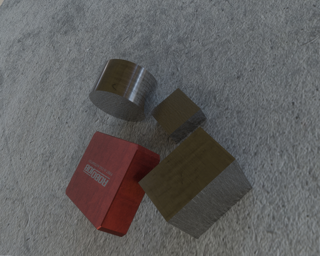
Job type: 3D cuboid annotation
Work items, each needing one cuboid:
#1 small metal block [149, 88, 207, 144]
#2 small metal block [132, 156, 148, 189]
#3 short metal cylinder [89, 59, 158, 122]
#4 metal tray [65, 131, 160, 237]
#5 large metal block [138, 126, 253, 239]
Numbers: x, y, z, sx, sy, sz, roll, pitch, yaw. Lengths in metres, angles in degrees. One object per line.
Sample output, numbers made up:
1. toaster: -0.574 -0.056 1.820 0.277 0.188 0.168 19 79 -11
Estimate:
1. small metal block: 0.023 -0.016 0.402 0.050 0.025 0.050 -40 51 0
2. small metal block: -0.042 0.055 0.392 0.050 0.025 0.050 -14 56 20
3. short metal cylinder: -0.049 -0.050 0.425 0.080 0.080 0.050 7 65 31
4. metal tray: -0.060 0.056 0.358 0.130 0.030 0.090 11 73 59
5. large metal block: 0.039 0.058 0.312 0.080 0.080 0.050 -43 51 -1
